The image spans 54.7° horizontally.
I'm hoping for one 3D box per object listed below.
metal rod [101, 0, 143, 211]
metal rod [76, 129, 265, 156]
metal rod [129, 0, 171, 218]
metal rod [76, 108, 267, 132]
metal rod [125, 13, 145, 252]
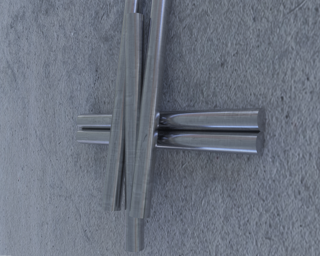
[{"bbox_3d":[-0.049,-0.042,0.417,0.025,0.025,0.298,0,82,39],"label":"metal rod"},{"bbox_3d":[-0.012,0.015,0.415,0.300,0.025,0.025,1,91,39],"label":"metal rod"},{"bbox_3d":[-0.010,-0.042,0.385,0.025,0.025,0.298,0,82,39],"label":"metal rod"},{"bbox_3d":[-0.011,-0.010,0.414,0.300,0.025,0.025,1,91,39],"label":"metal rod"},{"bbox_3d":[-0.032,0.005,0.398,0.025,0.025,0.298,0,90,39],"label":"metal rod"}]
